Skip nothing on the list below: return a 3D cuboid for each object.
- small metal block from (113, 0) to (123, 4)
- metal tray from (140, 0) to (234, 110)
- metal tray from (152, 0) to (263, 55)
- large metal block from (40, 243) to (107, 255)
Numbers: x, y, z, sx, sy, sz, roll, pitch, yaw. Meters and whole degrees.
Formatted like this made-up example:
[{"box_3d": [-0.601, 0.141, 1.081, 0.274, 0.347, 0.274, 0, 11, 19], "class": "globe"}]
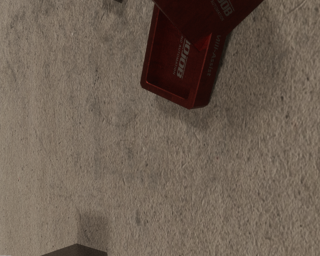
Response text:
[{"box_3d": [-0.073, -0.222, 0.463, 0.050, 0.025, 0.050, 37, 112, 33], "class": "small metal block"}, {"box_3d": [0.027, -0.097, 0.363, 0.090, 0.030, 0.129, 29, 117, 37], "class": "metal tray"}, {"box_3d": [0.043, -0.131, 0.286, 0.090, 0.130, 0.030, -43, 63, 13], "class": "metal tray"}, {"box_3d": [-0.139, 0.223, 0.481, 0.080, 0.081, 0.050, -4, 88, 39], "class": "large metal block"}]
